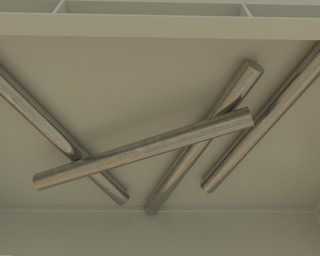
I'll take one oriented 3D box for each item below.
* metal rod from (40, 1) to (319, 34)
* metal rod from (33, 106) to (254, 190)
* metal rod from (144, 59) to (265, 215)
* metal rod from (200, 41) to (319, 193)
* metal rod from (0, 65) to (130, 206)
[{"bbox_3d":[0.034,-0.109,0.307,0.302,0.025,0.025,0,130,3],"label":"metal rod"},{"bbox_3d":[-0.032,0.031,0.400,0.301,0.025,0.025,-18,128,14],"label":"metal rod"},{"bbox_3d":[0.046,0.033,0.438,0.025,0.025,0.298,19,128,-16],"label":"metal rod"},{"bbox_3d":[0.138,-0.010,0.402,0.025,0.025,0.298,19,127,-16],"label":"metal rod"},{"bbox_3d":[-0.133,0.017,0.421,0.025,0.025,0.300,-23,127,18],"label":"metal rod"}]
